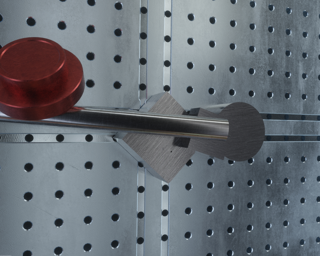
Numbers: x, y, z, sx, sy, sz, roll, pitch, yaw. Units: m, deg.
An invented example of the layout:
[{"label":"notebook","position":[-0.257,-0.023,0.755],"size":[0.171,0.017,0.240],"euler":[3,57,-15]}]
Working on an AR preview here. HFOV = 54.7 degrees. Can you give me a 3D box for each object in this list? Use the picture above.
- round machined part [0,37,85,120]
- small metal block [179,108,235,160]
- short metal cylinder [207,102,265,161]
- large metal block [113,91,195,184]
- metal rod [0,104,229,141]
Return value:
[{"label":"round machined part","position":[-0.132,-0.059,0.327],"size":[0.099,0.042,0.098],"euler":[3,52,-4]},{"label":"small metal block","position":[0.058,0.007,0.380],"size":[0.050,0.025,0.050],"euler":[20,83,-19]},{"label":"short metal cylinder","position":[0.099,0.005,0.437],"size":[0.081,0.050,0.079],"euler":[0,90,-21]},{"label":"large metal block","position":[0.001,0.011,0.398],"size":[0.080,0.050,0.080],"euler":[46,76,-15]},{"label":"metal rod","position":[-0.076,-0.011,0.339],"size":[0.302,0.025,0.025],"euler":[5,88,-4]}]
